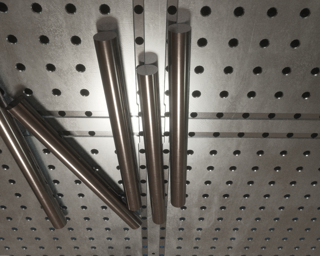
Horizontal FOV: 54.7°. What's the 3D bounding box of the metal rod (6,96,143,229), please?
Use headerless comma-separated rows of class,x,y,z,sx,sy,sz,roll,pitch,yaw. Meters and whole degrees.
metal rod,-0.111,0.070,0.469,0.025,0.025,0.299,-22,127,17

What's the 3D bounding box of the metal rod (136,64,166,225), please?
metal rod,-0.008,0.047,0.451,0.025,0.025,0.298,-2,130,1

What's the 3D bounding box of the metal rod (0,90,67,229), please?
metal rod,-0.193,0.057,0.457,0.025,0.025,0.298,-5,130,3

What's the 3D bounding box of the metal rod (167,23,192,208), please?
metal rod,0.025,0.009,0.419,0.025,0.025,0.298,-2,130,1

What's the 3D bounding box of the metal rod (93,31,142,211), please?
metal rod,-0.050,0.016,0.424,0.025,0.025,0.298,-3,130,2
